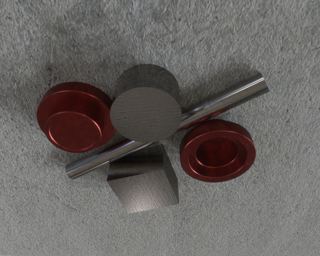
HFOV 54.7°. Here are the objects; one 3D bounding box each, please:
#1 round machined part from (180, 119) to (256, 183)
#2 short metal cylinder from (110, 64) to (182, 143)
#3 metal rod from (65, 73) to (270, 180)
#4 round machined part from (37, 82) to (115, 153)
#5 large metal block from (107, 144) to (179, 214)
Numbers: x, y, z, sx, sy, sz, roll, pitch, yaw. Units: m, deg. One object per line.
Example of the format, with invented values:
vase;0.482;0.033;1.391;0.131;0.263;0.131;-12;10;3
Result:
round machined part;0.076;0.027;0.421;0.099;0.042;0.097;0;130;0
short metal cylinder;-0.016;-0.029;0.367;0.081;0.050;0.079;0;130;0
metal rod;-0.004;0.006;0.414;0.300;0.025;0.025;-25;126;19
round machined part;-0.105;-0.006;0.391;0.099;0.042;0.097;0;130;0
large metal block;-0.022;0.076;0.458;0.080;0.050;0.080;-13;129;11
